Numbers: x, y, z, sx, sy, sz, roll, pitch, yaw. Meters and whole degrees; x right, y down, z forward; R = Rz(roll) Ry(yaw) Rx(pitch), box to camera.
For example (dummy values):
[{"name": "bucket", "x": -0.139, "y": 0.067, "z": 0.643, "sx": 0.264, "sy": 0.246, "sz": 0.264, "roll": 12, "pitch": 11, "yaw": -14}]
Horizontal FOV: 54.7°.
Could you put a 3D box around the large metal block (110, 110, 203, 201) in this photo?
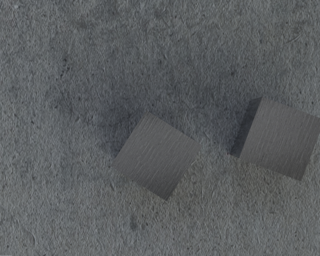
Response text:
[{"name": "large metal block", "x": -0.004, "y": 0.033, "z": 0.397, "sx": 0.080, "sy": 0.050, "sz": 0.080, "roll": 33, "pitch": 90, "yaw": 0}]

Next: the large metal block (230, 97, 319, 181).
[{"name": "large metal block", "x": 0.147, "y": 0.013, "z": 0.398, "sx": 0.080, "sy": 0.050, "sz": 0.080, "roll": 21, "pitch": 90, "yaw": 0}]
